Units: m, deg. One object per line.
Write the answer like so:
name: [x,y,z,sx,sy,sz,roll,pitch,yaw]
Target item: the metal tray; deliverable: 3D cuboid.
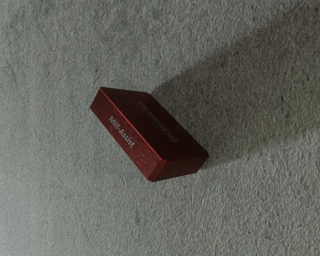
metal tray: [-0.013,0.003,0.373,0.130,0.091,0.030,47,118,29]
